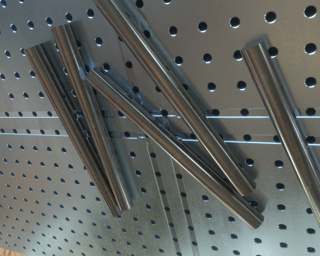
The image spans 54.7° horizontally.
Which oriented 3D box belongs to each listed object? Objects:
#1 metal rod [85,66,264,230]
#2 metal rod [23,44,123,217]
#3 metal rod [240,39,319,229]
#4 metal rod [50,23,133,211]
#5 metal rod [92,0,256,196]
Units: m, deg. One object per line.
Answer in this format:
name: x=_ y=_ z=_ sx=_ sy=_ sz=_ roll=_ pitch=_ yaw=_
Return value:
metal rod: x=0.020 y=0.028 z=0.416 sx=0.300 sy=0.025 sz=0.025 roll=42 pitch=129 yaw=-2
metal rod: x=-0.127 y=0.016 z=0.485 sx=0.025 sy=0.025 sz=0.299 roll=-9 pitch=114 yaw=32
metal rod: x=0.163 y=0.042 z=0.351 sx=0.025 sy=0.025 sz=0.299 roll=-19 pitch=109 yaw=35
metal rod: x=-0.092 y=0.000 z=0.457 sx=0.025 sy=0.025 sz=0.298 roll=-1 pitch=118 yaw=28
metal rod: x=0.022 y=-0.037 z=0.375 sx=0.025 sy=0.025 sz=0.300 roll=-31 pitch=102 yaw=37
